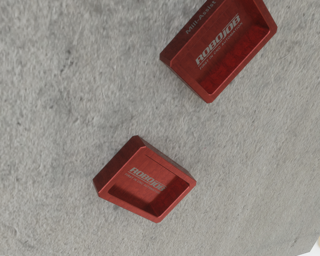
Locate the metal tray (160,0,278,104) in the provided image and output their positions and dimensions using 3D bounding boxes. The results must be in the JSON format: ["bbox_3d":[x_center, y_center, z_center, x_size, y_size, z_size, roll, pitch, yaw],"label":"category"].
[{"bbox_3d":[0.074,-0.105,0.380,0.130,0.030,0.090,-48,129,5],"label":"metal tray"}]

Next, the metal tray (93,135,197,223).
[{"bbox_3d":[-0.018,0.078,0.443,0.090,0.030,0.130,-47,130,5],"label":"metal tray"}]
